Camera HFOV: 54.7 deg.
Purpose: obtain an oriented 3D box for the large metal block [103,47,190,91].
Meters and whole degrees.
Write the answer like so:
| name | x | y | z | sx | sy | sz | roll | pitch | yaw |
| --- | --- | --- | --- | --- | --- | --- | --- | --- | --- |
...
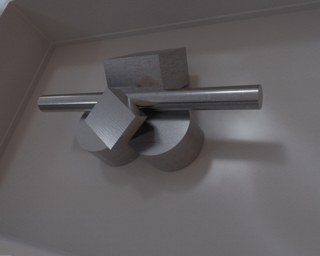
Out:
| name | x | y | z | sx | sy | sz | roll | pitch | yaw |
| --- | --- | --- | --- | --- | --- | --- | --- | --- | --- |
| large metal block | -0.015 | -0.074 | 0.414 | 0.080 | 0.050 | 0.080 | 1 | 19 | 28 |

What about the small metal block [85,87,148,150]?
| name | x | y | z | sx | sy | sz | roll | pitch | yaw |
| --- | --- | --- | --- | --- | --- | --- | --- | --- | --- |
| small metal block | -0.051 | -0.011 | 0.358 | 0.050 | 0.025 | 0.050 | 45 | 109 | 20 |

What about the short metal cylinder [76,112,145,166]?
| name | x | y | z | sx | sy | sz | roll | pitch | yaw |
| --- | --- | --- | --- | --- | --- | --- | --- | --- | --- |
| short metal cylinder | -0.064 | 0.005 | 0.417 | 0.080 | 0.050 | 0.080 | -13 | 56 | 20 |

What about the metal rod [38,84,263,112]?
| name | x | y | z | sx | sy | sz | roll | pitch | yaw |
| --- | --- | --- | --- | --- | --- | --- | --- | --- | --- |
| metal rod | -0.033 | -0.033 | 0.376 | 0.300 | 0.025 | 0.025 | 1 | 62 | 28 |

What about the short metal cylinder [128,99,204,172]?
| name | x | y | z | sx | sy | sz | roll | pitch | yaw |
| --- | --- | --- | --- | --- | --- | --- | --- | --- | --- |
| short metal cylinder | 0.007 | 0.007 | 0.379 | 0.080 | 0.050 | 0.080 | -13 | 56 | 20 |
